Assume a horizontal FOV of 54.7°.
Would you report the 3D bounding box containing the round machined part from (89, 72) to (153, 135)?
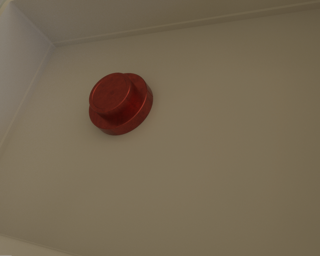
[{"bbox_3d":[-0.063,-0.042,0.452,0.098,0.042,0.098,-13,56,20],"label":"round machined part"}]
